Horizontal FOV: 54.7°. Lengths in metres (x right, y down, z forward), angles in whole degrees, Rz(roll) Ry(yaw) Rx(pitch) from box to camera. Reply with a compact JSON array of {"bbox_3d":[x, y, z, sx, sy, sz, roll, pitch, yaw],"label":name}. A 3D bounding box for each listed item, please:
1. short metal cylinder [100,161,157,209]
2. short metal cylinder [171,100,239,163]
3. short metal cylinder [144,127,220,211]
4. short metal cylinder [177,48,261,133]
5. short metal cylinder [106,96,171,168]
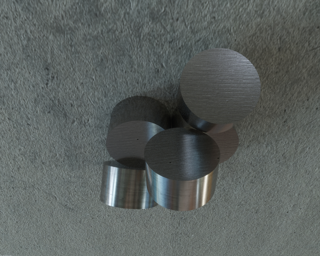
[{"bbox_3d":[-0.040,0.076,0.428,0.081,0.080,0.050,6,91,-5],"label":"short metal cylinder"},{"bbox_3d":[0.055,0.005,0.396,0.081,0.050,0.079,0,130,0],"label":"short metal cylinder"},{"bbox_3d":[0.024,0.044,0.345,0.081,0.080,0.050,-1,130,0],"label":"short metal cylinder"},{"bbox_3d":[0.060,-0.038,0.332,0.081,0.080,0.050,0,168,-1],"label":"short metal cylinder"},{"bbox_3d":[-0.025,0.006,0.396,0.081,0.050,0.079,0,130,0],"label":"short metal cylinder"}]
